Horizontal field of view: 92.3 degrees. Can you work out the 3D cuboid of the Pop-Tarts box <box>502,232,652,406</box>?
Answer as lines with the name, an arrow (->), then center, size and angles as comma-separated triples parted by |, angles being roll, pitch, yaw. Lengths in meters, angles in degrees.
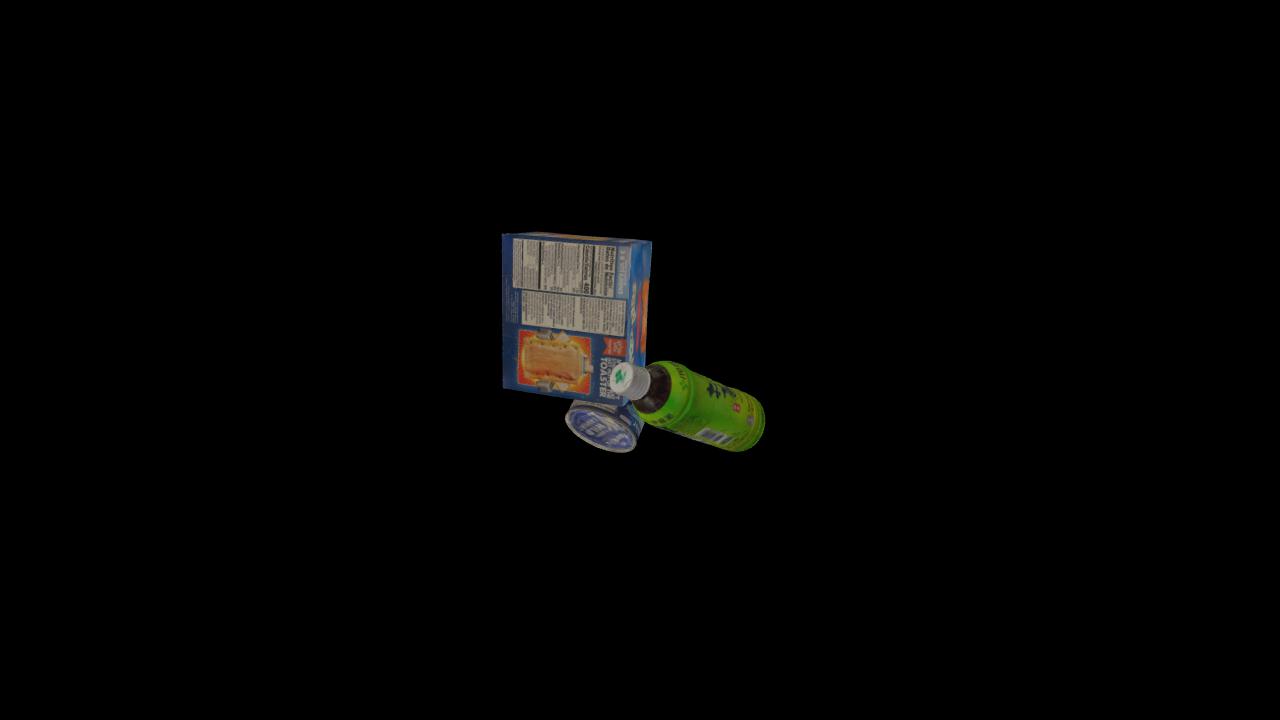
Pop-Tarts box -> -0.067, -0.048, 0.660 | 0.141, 0.167, 0.083 | 7, 17, 15

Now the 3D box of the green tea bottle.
green tea bottle -> 0.051, 0.046, 0.641 | 0.073, 0.073, 0.212 | 0, -15, 41

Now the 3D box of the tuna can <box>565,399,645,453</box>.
tuna can -> -0.038, 0.066, 0.678 | 0.084, 0.034, 0.084 | 17, -33, 12
